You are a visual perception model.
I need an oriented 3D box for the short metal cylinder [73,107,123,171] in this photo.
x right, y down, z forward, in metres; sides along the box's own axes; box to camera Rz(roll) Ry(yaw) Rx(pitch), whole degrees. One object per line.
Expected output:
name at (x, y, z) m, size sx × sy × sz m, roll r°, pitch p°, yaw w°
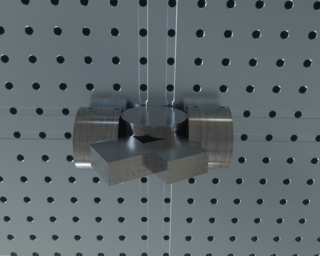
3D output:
short metal cylinder at (-0.073, 0.013, 0.388) m, size 0.050 × 0.080 × 0.079 m, roll 1°, pitch 110°, yaw 0°

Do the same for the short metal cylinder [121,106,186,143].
short metal cylinder at (-0.007, 0.008, 0.386) m, size 0.081 × 0.080 × 0.050 m, roll 1°, pitch 110°, yaw -1°

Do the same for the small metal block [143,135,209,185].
small metal block at (0.016, 0.032, 0.330) m, size 0.050 × 0.050 × 0.025 m, roll -11°, pitch 113°, yaw -29°

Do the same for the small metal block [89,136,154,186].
small metal block at (-0.040, 0.032, 0.325) m, size 0.050 × 0.050 × 0.025 m, roll -11°, pitch 114°, yaw -30°

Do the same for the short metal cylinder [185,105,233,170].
short metal cylinder at (0.058, 0.012, 0.388) m, size 0.050 × 0.080 × 0.079 m, roll 1°, pitch 110°, yaw 0°
